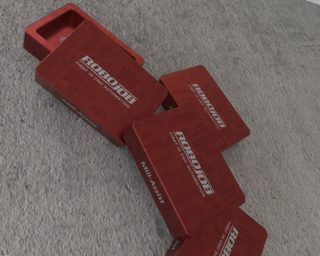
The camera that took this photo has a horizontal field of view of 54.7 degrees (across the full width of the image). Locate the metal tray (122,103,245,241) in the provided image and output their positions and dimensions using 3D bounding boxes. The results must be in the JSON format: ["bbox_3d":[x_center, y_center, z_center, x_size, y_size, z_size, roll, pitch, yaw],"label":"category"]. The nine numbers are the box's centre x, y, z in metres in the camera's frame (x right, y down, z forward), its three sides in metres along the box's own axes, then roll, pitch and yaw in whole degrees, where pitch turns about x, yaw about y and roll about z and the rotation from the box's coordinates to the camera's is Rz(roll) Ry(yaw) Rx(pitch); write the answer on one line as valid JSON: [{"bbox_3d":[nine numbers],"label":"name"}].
[{"bbox_3d":[0.027,0.043,0.344,0.091,0.030,0.130,-19,76,-35],"label":"metal tray"}]

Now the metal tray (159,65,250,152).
[{"bbox_3d":[0.060,-0.025,0.448,0.091,0.030,0.130,-23,74,-36],"label":"metal tray"}]

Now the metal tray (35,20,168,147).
[{"bbox_3d":[-0.066,-0.050,0.367,0.130,0.030,0.090,41,67,-12],"label":"metal tray"}]

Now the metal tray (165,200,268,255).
[{"bbox_3d":[0.060,0.144,0.345,0.090,0.030,0.131,40,51,-1],"label":"metal tray"}]

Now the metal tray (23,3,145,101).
[{"bbox_3d":[-0.097,-0.098,0.407,0.130,0.030,0.090,38,51,-3],"label":"metal tray"}]
